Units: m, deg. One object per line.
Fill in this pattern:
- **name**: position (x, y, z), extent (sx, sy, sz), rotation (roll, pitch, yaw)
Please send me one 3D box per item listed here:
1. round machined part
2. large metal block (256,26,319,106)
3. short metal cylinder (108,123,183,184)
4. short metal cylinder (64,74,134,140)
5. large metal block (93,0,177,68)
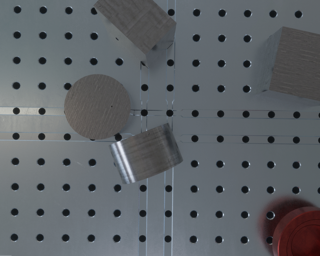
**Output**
- **round machined part**: position (0.196, 0.151, 0.406), extent (0.099, 0.042, 0.097), rotation (0, 90, 0)
- **large metal block**: position (0.180, -0.077, 0.402), extent (0.080, 0.050, 0.080), rotation (12, 90, 0)
- **short metal cylinder**: position (-0.018, 0.031, 0.386), extent (0.080, 0.080, 0.050), rotation (-21, 90, 0)
- **short metal cylinder**: position (-0.076, -0.026, 0.400), extent (0.081, 0.050, 0.080), rotation (0, 90, 0)
- **large metal block**: position (-0.028, -0.127, 0.385), extent (0.080, 0.080, 0.050), rotation (44, 90, 0)
